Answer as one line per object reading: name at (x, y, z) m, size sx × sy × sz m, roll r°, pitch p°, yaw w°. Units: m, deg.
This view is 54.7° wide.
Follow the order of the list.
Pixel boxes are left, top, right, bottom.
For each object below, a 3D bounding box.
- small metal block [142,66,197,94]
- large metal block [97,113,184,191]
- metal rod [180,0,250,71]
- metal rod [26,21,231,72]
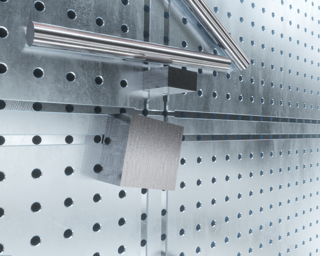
small metal block at (0.013, -0.061, 0.405) m, size 0.050 × 0.050 × 0.025 m, roll 3°, pitch 88°, yaw -40°
large metal block at (-0.022, 0.030, 0.376) m, size 0.081 × 0.050 × 0.080 m, roll 14°, pitch 81°, yaw -39°
metal rod at (0.045, -0.187, 0.448) m, size 0.301 × 0.025 × 0.025 m, roll 39°, pitch 66°, yaw -33°
metal rod at (-0.012, -0.097, 0.400) m, size 0.302 × 0.025 × 0.025 m, roll -3°, pitch 92°, yaw -40°
